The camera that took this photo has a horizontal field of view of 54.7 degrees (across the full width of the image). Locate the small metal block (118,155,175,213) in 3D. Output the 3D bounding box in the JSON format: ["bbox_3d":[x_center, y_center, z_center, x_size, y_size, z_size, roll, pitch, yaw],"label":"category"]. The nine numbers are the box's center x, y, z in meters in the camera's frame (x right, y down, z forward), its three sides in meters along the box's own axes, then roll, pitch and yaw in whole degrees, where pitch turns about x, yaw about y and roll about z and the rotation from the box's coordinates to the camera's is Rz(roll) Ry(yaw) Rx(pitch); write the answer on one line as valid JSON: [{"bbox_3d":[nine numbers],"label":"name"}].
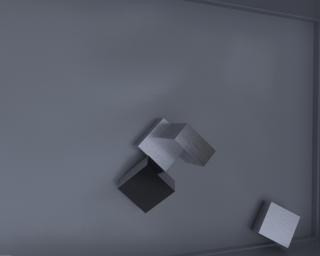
[{"bbox_3d":[-0.016,0.072,0.394,0.050,0.025,0.050,-40,105,16],"label":"small metal block"}]

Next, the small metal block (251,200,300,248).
[{"bbox_3d":[0.176,0.145,0.471,0.050,0.025,0.050,28,78,-3],"label":"small metal block"}]

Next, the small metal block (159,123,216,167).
[{"bbox_3d":[0.033,0.020,0.384,0.050,0.050,0.025,43,76,-16],"label":"small metal block"}]

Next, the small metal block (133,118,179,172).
[{"bbox_3d":[0.001,0.022,0.412,0.050,0.025,0.050,45,76,-15],"label":"small metal block"}]
